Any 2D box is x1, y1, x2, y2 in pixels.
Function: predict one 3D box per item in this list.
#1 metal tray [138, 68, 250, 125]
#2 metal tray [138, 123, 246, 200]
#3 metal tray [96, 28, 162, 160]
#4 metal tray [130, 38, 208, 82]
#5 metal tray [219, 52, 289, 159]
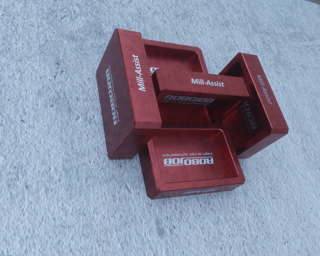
[{"bbox_3d":[0.039,-0.034,0.407,0.131,0.090,0.030,1,63,-28],"label":"metal tray"},{"bbox_3d":[0.039,0.039,0.401,0.131,0.030,0.090,1,60,-28],"label":"metal tray"},{"bbox_3d":[-0.042,-0.038,0.364,0.030,0.090,0.130,1,62,-28],"label":"metal tray"},{"bbox_3d":[0.010,-0.082,0.457,0.131,0.030,0.090,0,65,-28],"label":"metal tray"},{"bbox_3d":[0.120,-0.031,0.447,0.030,0.090,0.130,1,61,-28],"label":"metal tray"}]
